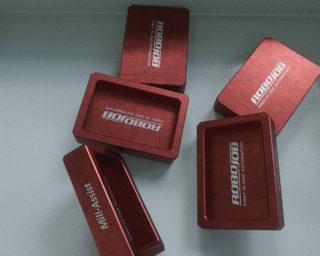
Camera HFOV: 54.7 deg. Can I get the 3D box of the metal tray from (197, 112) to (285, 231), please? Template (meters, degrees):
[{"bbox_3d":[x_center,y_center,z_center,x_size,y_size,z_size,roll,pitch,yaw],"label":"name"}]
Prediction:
[{"bbox_3d":[0.091,0.052,0.366,0.090,0.030,0.130,-9,68,28],"label":"metal tray"}]

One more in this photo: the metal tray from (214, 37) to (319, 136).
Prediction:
[{"bbox_3d":[0.148,-0.054,0.427,0.090,0.030,0.130,37,74,12],"label":"metal tray"}]

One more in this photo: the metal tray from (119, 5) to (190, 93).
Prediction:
[{"bbox_3d":[-0.006,-0.114,0.449,0.091,0.030,0.130,4,70,1],"label":"metal tray"}]

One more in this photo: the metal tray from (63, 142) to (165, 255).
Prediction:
[{"bbox_3d":[-0.048,0.084,0.338,0.030,0.090,0.130,-32,70,9],"label":"metal tray"}]

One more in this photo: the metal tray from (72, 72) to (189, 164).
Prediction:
[{"bbox_3d":[-0.035,-0.013,0.401,0.131,0.030,0.090,14,70,-4],"label":"metal tray"}]
